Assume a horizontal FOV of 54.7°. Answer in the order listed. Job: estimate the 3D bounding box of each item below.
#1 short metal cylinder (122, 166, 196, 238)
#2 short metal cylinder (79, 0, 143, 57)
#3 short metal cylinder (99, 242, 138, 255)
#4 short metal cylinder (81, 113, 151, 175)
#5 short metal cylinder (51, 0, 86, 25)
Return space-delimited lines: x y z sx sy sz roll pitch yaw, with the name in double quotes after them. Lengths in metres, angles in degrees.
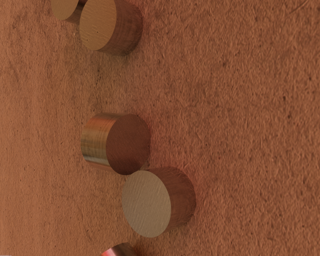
-0.002 0.091 0.391 0.080 0.050 0.080 0 90 40 "short metal cylinder"
-0.071 -0.148 0.448 0.080 0.050 0.080 0 90 40 "short metal cylinder"
-0.060 0.202 0.419 0.050 0.081 0.080 46 118 30 "short metal cylinder"
-0.058 0.020 0.417 0.050 0.081 0.079 6 94 40 "short metal cylinder"
-0.130 -0.207 0.496 0.080 0.050 0.080 0 90 40 "short metal cylinder"
